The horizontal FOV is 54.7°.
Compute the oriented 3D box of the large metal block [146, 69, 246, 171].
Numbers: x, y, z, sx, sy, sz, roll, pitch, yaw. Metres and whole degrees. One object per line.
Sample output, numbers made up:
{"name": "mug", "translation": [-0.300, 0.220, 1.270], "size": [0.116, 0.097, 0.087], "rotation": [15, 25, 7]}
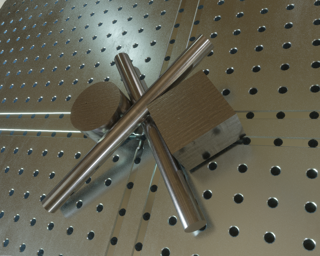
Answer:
{"name": "large metal block", "translation": [0.042, -0.009, 0.370], "size": [0.080, 0.050, 0.080], "rotation": [-33, 52, 6]}

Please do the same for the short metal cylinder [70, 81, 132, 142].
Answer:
{"name": "short metal cylinder", "translation": [-0.078, -0.019, 0.440], "size": [0.080, 0.050, 0.080], "rotation": [-13, 56, 21]}

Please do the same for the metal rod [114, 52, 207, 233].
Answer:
{"name": "metal rod", "translation": [-0.013, -0.005, 0.412], "size": [0.025, 0.025, 0.300], "rotation": [-31, 52, 8]}

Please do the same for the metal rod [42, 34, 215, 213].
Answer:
{"name": "metal rod", "translation": [-0.045, -0.001, 0.401], "size": [0.300, 0.025, 0.025], "rotation": [-46, 51, 7]}
